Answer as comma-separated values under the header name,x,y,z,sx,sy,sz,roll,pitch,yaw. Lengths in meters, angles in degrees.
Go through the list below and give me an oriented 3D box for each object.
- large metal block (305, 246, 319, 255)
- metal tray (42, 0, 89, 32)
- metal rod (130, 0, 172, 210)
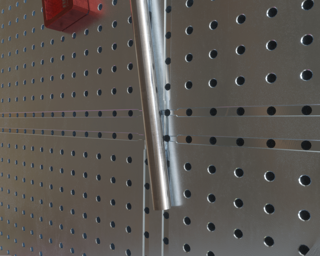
name,x,y,z,sx,sy,sz,roll,pitch,yaw
large metal block,0.140,0.157,0.258,0.080,0.081,0.050,39,114,32
metal tray,-0.172,-0.249,0.544,0.090,0.030,0.129,-14,81,38
metal rod,-0.014,-0.042,0.418,0.025,0.025,0.298,-11,83,39
